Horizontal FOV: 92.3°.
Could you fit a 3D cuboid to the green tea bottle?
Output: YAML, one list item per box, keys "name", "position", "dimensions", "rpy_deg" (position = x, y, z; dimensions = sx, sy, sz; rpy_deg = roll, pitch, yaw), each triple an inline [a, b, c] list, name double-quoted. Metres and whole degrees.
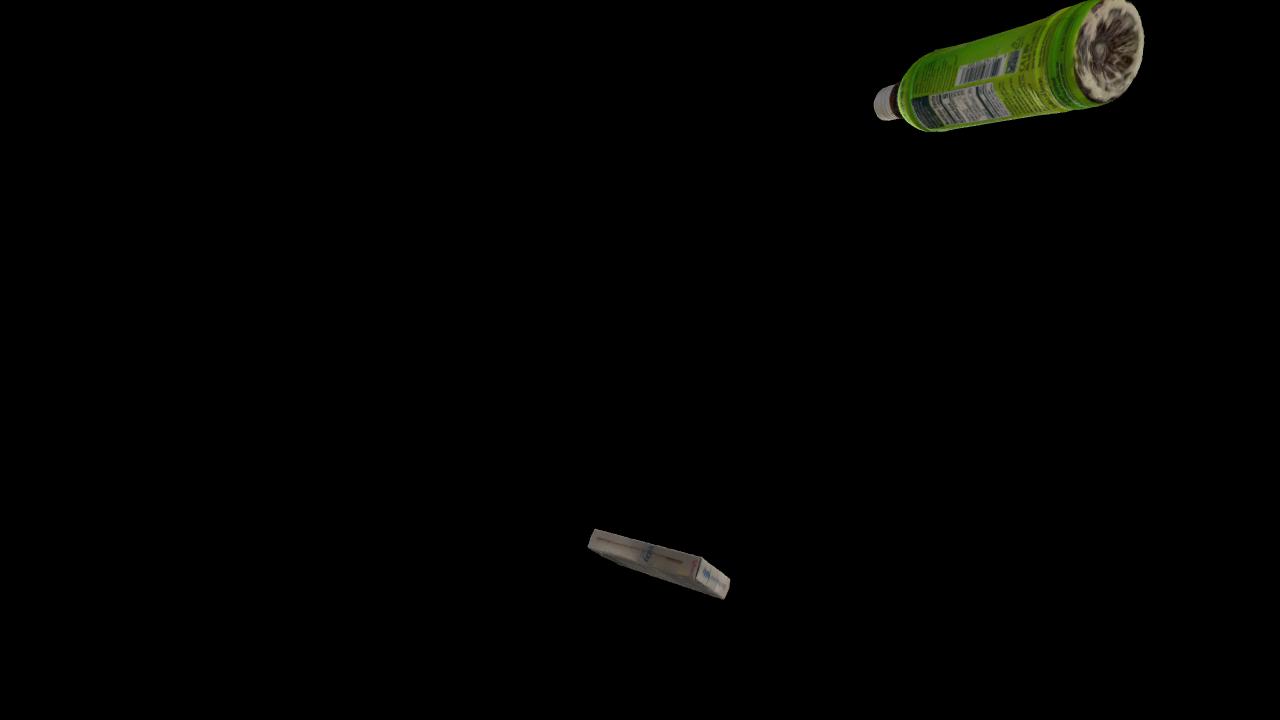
- name: "green tea bottle"
  position: [0.275, -0.227, 0.501]
  dimensions: [0.073, 0.073, 0.212]
  rpy_deg: [0, 13, -23]

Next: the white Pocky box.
- name: "white Pocky box"
  position: [0.020, 0.238, 0.722]
  dimensions: [0.154, 0.028, 0.084]
  rpy_deg: [4, -30, 37]
